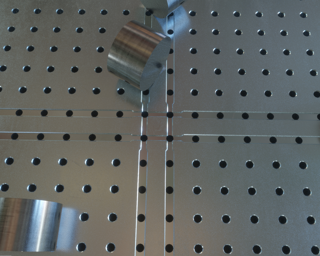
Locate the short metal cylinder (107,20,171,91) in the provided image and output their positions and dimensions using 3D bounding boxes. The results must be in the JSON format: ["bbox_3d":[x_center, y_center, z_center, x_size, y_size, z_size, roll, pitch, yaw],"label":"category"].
[{"bbox_3d":[-0.027,-0.097,0.418,0.050,0.080,0.080,30,73,10],"label":"short metal cylinder"}]

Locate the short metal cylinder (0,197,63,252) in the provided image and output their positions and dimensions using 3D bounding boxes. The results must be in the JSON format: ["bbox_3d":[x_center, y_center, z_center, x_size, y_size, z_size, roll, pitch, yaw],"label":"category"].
[{"bbox_3d":[-0.153,0.107,0.342,0.080,0.080,0.050,2,70,1],"label":"short metal cylinder"}]

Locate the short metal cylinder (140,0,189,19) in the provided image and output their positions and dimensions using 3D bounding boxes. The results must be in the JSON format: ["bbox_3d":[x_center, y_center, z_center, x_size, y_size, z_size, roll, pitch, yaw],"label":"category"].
[{"bbox_3d":[0.003,-0.212,0.460,0.050,0.080,0.080,-41,75,-13],"label":"short metal cylinder"}]
